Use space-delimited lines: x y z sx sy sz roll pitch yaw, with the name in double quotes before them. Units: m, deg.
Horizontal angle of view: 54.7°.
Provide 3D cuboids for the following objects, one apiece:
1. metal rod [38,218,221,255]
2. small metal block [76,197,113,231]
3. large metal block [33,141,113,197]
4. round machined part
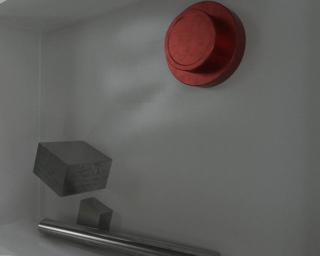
"metal rod" -0.062 0.159 0.431 0.300 0.025 0.025 -1 89 32
"small metal block" -0.105 0.145 0.490 0.050 0.025 0.050 21 103 37
"large metal block" -0.135 0.059 0.479 0.080 0.081 0.050 26 106 36
"round machined part" 0.044 -0.097 0.358 0.098 0.042 0.097 0 90 39
